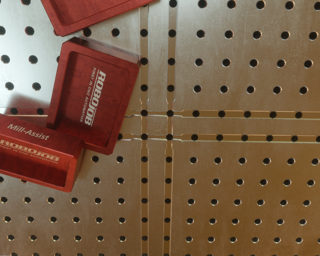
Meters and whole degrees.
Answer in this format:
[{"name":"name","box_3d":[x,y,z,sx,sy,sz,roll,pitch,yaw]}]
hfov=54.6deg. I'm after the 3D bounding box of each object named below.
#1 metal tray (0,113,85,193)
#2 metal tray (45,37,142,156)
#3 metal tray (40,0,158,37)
[{"name":"metal tray","box_3d":[-0.170,0.033,0.401,0.131,0.030,0.089,18,136,-7]},{"name":"metal tray","box_3d":[-0.085,-0.037,0.389,0.090,0.030,0.129,18,115,-7]},{"name":"metal tray","box_3d":[-0.071,-0.168,0.348,0.130,0.030,0.090,-19,109,7]}]
